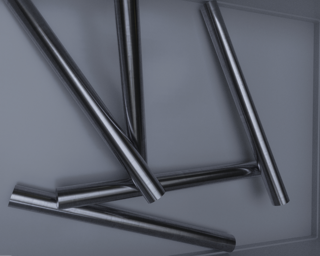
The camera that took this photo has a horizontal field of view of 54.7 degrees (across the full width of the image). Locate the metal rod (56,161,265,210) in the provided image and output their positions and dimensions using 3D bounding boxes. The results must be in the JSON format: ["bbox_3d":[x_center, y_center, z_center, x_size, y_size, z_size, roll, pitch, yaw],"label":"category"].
[{"bbox_3d":[0.022,0.070,0.408,0.303,0.025,0.025,-4,92,-25],"label":"metal rod"}]

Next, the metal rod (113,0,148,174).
[{"bbox_3d":[-0.032,-0.074,0.331,0.025,0.025,0.298,-13,121,-20],"label":"metal rod"}]

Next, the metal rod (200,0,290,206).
[{"bbox_3d":[0.120,-0.034,0.439,0.025,0.025,0.299,-21,91,-19],"label":"metal rod"}]

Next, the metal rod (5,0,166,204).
[{"bbox_3d":[-0.089,-0.041,0.355,0.025,0.025,0.299,-36,94,-17],"label":"metal rod"}]

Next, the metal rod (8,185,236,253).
[{"bbox_3d":[-0.032,0.122,0.399,0.302,0.025,0.025,19,84,-20],"label":"metal rod"}]
